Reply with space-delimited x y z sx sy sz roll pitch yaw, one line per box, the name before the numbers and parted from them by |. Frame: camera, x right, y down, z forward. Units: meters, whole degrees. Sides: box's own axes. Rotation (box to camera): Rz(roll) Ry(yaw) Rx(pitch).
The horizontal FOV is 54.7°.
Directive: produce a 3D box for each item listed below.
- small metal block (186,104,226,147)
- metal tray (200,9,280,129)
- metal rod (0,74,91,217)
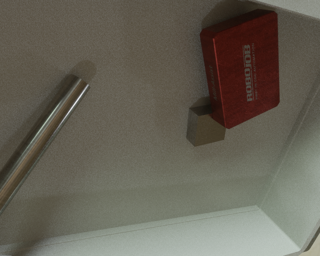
small metal block | 0.068 -0.005 0.445 0.050 0.025 0.050 -12 124 -23
metal tray | 0.106 -0.073 0.394 0.091 0.030 0.129 -24 123 -15
metal rod | -0.164 0.074 0.305 0.025 0.025 0.300 41 76 -39
